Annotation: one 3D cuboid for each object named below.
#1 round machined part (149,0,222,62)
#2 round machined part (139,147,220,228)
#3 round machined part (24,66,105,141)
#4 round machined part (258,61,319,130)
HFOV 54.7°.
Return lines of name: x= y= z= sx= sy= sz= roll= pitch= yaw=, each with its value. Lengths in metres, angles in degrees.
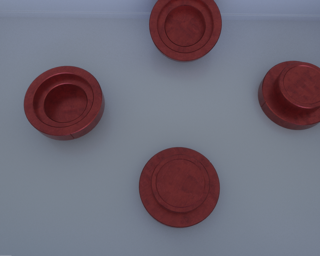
round machined part: x=0.035 y=-0.142 z=0.440 sx=0.099 sy=0.042 sz=0.097 roll=0 pitch=97 yaw=2
round machined part: x=0.024 y=0.069 z=0.375 sx=0.099 sy=0.042 sz=0.098 roll=0 pitch=70 yaw=0
round machined part: x=-0.122 y=-0.029 z=0.410 sx=0.099 sy=0.042 sz=0.098 roll=0 pitch=70 yaw=0
round machined part: x=0.188 y=-0.050 z=0.420 sx=0.099 sy=0.042 sz=0.098 roll=0 pitch=70 yaw=0
